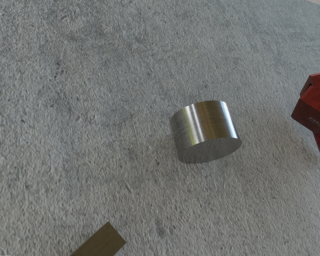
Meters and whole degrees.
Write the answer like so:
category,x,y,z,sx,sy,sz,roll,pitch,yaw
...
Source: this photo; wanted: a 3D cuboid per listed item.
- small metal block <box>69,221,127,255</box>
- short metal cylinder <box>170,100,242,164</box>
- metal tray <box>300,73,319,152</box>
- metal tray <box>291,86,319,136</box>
category,x,y,z,sx,sy,sz,roll,pitch,yaw
small metal block,-0.064,0.117,0.282,0.025,0.050,0.050,48,51,5
short metal cylinder,0.057,0.007,0.395,0.081,0.080,0.050,2,61,-28
metal tray,0.274,-0.017,0.510,0.030,0.090,0.129,-14,72,10
metal tray,0.280,-0.005,0.493,0.130,0.090,0.030,39,86,21
